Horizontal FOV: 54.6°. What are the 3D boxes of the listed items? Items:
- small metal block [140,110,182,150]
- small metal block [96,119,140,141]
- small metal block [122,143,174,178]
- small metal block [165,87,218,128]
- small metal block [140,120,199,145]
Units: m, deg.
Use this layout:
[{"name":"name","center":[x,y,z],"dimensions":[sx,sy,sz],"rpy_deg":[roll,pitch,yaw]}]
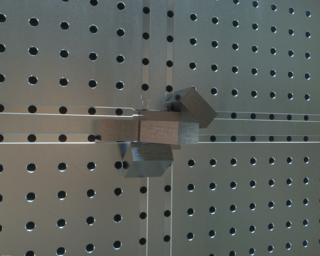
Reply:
[{"name":"small metal block","center":[0.000,0.003,0.412],"dimensions":[0.050,0.025,0.050],"rpy_deg":[2,89,-21]},{"name":"small metal block","center":[-0.050,0.003,0.380],"dimensions":[0.050,0.050,0.025],"rpy_deg":[2,90,-19]},{"name":"small metal block","center":[-0.017,0.041,0.390],"dimensions":[0.050,0.050,0.025],"rpy_deg":[1,58,-20]},{"name":"small metal block","center":[0.041,-0.026,0.414],"dimensions":[0.050,0.050,0.025],"rpy_deg":[45,76,-15]},{"name":"small metal block","center":[0.012,0.005,0.366],"dimensions":[0.050,0.050,0.025],"rpy_deg":[3,89,-57]}]
